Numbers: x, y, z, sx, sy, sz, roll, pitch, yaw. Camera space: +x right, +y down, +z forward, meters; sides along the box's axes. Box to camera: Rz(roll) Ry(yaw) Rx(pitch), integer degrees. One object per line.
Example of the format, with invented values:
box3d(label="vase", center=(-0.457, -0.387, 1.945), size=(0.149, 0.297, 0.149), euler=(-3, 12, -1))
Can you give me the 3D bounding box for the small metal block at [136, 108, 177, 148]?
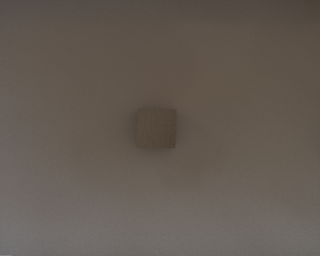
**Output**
box3d(label="small metal block", center=(-0.005, 0.000, 0.408), size=(0.050, 0.025, 0.050), euler=(2, 90, 0))
